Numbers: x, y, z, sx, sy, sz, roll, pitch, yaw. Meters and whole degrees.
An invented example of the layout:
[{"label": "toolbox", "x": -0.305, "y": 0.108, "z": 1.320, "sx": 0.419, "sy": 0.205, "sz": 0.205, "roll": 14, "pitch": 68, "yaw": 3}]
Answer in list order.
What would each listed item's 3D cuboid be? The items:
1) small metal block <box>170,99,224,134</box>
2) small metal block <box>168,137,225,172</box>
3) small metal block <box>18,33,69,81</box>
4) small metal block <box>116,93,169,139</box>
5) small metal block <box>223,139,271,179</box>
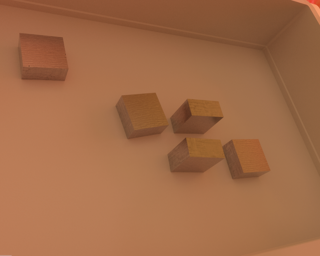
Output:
[{"label": "small metal block", "x": 0.050, "y": -0.014, "z": 0.425, "sx": 0.050, "sy": 0.050, "sz": 0.025, "roll": 2, "pitch": 61, "yaw": -27}, {"label": "small metal block", "x": 0.045, "y": 0.036, "z": 0.392, "sx": 0.050, "sy": 0.050, "sz": 0.025, "roll": 5, "pitch": 60, "yaw": -26}, {"label": "small metal block", "x": -0.144, "y": -0.086, "z": 0.381, "sx": 0.050, "sy": 0.025, "sz": 0.050, "roll": -3, "pitch": 63, "yaw": -29}, {"label": "small metal block", "x": -0.023, "y": -0.017, "z": 0.403, "sx": 0.050, "sy": 0.025, "sz": 0.050, "roll": -9, "pitch": 66, "yaw": -32}, {"label": "small metal block", "x": 0.123, "y": 0.044, "z": 0.445, "sx": 0.050, "sy": 0.025, "sz": 0.050, "roll": 1, "pitch": 62, "yaw": -28}]
